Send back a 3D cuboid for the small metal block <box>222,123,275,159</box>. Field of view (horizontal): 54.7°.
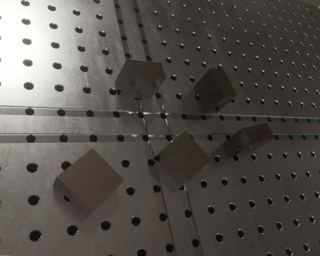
[{"bbox_3d":[0.129,0.019,0.453,0.050,0.050,0.025,-11,68,-33],"label":"small metal block"}]

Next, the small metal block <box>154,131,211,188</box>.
[{"bbox_3d":[0.029,0.040,0.401,0.050,0.025,0.050,49,51,6],"label":"small metal block"}]

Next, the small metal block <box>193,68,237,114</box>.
[{"bbox_3d":[0.083,-0.056,0.473,0.025,0.050,0.050,-8,66,-32],"label":"small metal block"}]

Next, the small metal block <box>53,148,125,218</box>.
[{"bbox_3d":[-0.076,0.059,0.333,0.050,0.025,0.050,45,51,3],"label":"small metal block"}]

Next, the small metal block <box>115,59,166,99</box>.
[{"bbox_3d":[-0.028,-0.065,0.418,0.050,0.050,0.025,0,62,-29],"label":"small metal block"}]
